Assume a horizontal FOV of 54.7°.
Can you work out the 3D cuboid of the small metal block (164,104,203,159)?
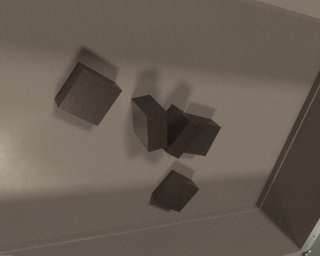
[{"bbox_3d":[0.020,0.004,0.408,0.025,0.050,0.050,31,101,-38],"label":"small metal block"}]

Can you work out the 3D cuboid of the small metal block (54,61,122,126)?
[{"bbox_3d":[-0.079,-0.037,0.343,0.050,0.025,0.050,28,103,-38],"label":"small metal block"}]

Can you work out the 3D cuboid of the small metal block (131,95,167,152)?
[{"bbox_3d":[-0.013,-0.007,0.383,0.025,0.050,0.050,-15,125,-21],"label":"small metal block"}]

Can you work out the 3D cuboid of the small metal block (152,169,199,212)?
[{"bbox_3d":[0.025,0.099,0.486,0.050,0.025,0.050,33,100,-39],"label":"small metal block"}]

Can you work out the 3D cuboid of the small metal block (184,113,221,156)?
[{"bbox_3d":[0.052,0.010,0.445,0.050,0.025,0.050,12,112,-34],"label":"small metal block"}]
